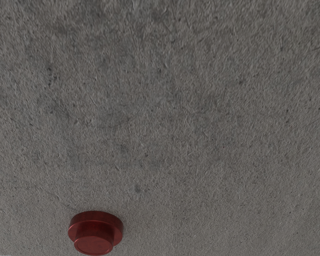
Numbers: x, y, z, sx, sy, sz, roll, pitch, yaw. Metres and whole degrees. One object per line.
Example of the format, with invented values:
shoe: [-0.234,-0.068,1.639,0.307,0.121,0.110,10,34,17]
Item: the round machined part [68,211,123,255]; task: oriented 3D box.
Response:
round machined part: [-0.117,0.196,0.562,0.099,0.042,0.097,0,130,0]
